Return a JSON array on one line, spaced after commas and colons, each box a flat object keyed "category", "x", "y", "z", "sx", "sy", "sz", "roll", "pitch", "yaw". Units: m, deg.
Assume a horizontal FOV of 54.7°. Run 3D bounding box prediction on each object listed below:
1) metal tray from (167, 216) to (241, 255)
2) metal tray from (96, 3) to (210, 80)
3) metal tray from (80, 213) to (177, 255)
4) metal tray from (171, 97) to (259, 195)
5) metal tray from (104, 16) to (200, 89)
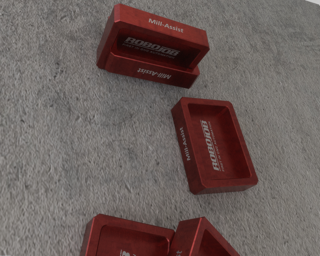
[{"category": "metal tray", "x": 0.038, "y": 0.163, "z": 0.291, "sx": 0.090, "sy": 0.030, "sz": 0.130, "roll": 50, "pitch": 41, "yaw": -19}, {"category": "metal tray", "x": -0.011, "y": -0.106, "z": 0.420, "sx": 0.131, "sy": 0.090, "sz": 0.030, "roll": 9, "pitch": 58, "yaw": -24}, {"category": "metal tray", "x": -0.034, "y": 0.155, "z": 0.287, "sx": 0.091, "sy": 0.030, "sz": 0.130, "roll": 18, "pitch": 54, "yaw": -18}, {"category": "metal tray", "x": 0.073, "y": 0.022, "z": 0.425, "sx": 0.091, "sy": 0.030, "sz": 0.130, "roll": 2, "pitch": 61, "yaw": -27}, {"category": "metal tray", "x": -0.013, "y": -0.109, "z": 0.449, "sx": 0.131, "sy": 0.030, "sz": 0.090, "roll": 9, "pitch": 49, "yaw": -22}]
